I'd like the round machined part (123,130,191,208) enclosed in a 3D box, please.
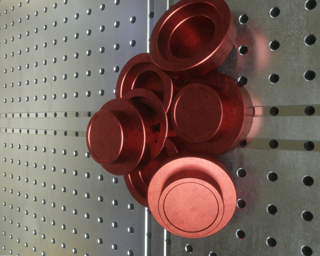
[{"bbox_3d":[0.001,0.051,0.398,0.098,0.042,0.097,0,90,40],"label":"round machined part"}]

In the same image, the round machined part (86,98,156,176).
[{"bbox_3d":[-0.055,0.011,0.390,0.098,0.042,0.097,0,90,40],"label":"round machined part"}]

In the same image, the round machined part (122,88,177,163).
[{"bbox_3d":[-0.015,-0.002,0.411,0.098,0.042,0.097,0,90,40],"label":"round machined part"}]

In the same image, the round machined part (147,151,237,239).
[{"bbox_3d":[0.034,0.078,0.339,0.098,0.042,0.097,1,103,7],"label":"round machined part"}]

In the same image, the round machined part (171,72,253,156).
[{"bbox_3d":[0.052,-0.016,0.356,0.098,0.042,0.097,0,90,40],"label":"round machined part"}]

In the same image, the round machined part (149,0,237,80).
[{"bbox_3d":[0.040,-0.097,0.352,0.098,0.042,0.098,-14,62,28],"label":"round machined part"}]

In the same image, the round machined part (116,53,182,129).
[{"bbox_3d":[-0.010,-0.046,0.408,0.098,0.042,0.097,0,90,40],"label":"round machined part"}]
